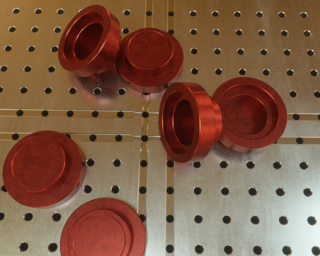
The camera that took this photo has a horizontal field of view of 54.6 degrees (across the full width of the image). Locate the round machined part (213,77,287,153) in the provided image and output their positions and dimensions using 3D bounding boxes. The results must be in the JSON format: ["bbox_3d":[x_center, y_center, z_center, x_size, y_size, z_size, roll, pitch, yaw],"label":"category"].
[{"bbox_3d":[0.110,-0.014,0.406,0.099,0.042,0.098,2,69,-5],"label":"round machined part"}]

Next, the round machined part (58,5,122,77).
[{"bbox_3d":[-0.092,-0.115,0.429,0.098,0.042,0.098,-13,66,31],"label":"round machined part"}]

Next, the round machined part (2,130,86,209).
[{"bbox_3d":[-0.146,0.048,0.384,0.099,0.042,0.098,0,70,0],"label":"round machined part"}]

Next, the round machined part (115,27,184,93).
[{"bbox_3d":[-0.015,-0.102,0.440,0.099,0.042,0.098,0,70,0],"label":"round machined part"}]

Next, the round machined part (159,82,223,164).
[{"bbox_3d":[0.039,-0.007,0.381,0.042,0.098,0.098,-4,68,-27],"label":"round machined part"}]

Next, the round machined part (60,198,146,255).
[{"bbox_3d":[-0.066,0.129,0.355,0.099,0.042,0.098,0,70,0],"label":"round machined part"}]
